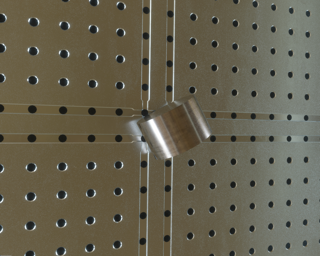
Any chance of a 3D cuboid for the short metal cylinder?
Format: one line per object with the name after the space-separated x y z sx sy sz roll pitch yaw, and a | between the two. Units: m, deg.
0.018 -0.002 0.389 0.080 0.080 0.050 -30 99 -18 | short metal cylinder
